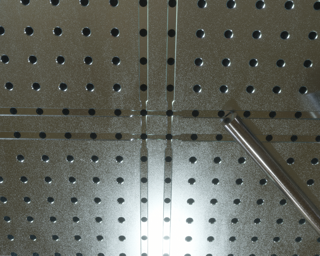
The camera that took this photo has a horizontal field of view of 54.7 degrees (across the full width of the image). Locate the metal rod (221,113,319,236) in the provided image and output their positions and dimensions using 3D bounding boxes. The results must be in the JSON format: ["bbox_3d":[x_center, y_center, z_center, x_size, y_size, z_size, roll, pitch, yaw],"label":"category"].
[{"bbox_3d":[0.191,0.093,0.448,0.025,0.025,0.300,-40,106,13],"label":"metal rod"}]
